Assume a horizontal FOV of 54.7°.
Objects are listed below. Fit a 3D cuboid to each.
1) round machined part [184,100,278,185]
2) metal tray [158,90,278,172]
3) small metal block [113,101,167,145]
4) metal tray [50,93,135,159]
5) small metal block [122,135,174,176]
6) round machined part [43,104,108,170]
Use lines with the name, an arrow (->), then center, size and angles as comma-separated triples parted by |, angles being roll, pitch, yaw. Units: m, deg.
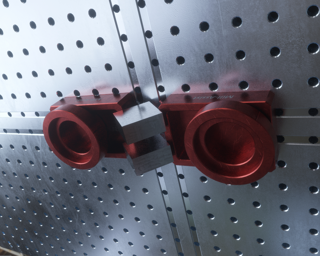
round machined part -> 0.081, 0.013, 0.349 | 0.098, 0.042, 0.097 | 13, 124, 21
metal tray -> 0.070, 0.004, 0.374 | 0.130, 0.030, 0.089 | 1, 119, 27
small metal block -> -0.026, -0.008, 0.386 | 0.050, 0.050, 0.025 | -135, 28, -61
metal tray -> -0.090, -0.001, 0.456 | 0.130, 0.030, 0.089 | -1, 120, 28
small metal block -> -0.017, 0.032, 0.404 | 0.050, 0.050, 0.025 | -135, 28, -61
round machined part -> -0.117, 0.009, 0.451 | 0.098, 0.042, 0.097 | 13, 124, 21
